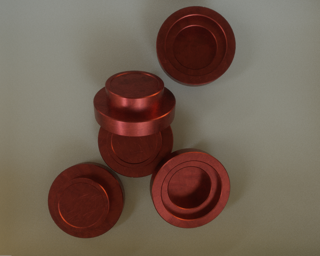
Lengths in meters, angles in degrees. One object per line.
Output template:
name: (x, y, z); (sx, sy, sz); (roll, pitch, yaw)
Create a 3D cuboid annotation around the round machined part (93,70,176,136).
round machined part: (-0.030, -0.036, 0.372); (0.099, 0.098, 0.042); (3, 126, 0)

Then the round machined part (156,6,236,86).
round machined part: (0.045, -0.102, 0.403); (0.099, 0.042, 0.097); (0, 90, 0)

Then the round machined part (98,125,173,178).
round machined part: (-0.032, 0.016, 0.402); (0.099, 0.042, 0.097); (0, 90, 0)

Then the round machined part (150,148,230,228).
round machined part: (0.036, 0.073, 0.396); (0.099, 0.042, 0.097); (-2, 99, -10)

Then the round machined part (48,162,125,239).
round machined part: (-0.097, 0.095, 0.402); (0.099, 0.042, 0.097); (0, 90, 0)
